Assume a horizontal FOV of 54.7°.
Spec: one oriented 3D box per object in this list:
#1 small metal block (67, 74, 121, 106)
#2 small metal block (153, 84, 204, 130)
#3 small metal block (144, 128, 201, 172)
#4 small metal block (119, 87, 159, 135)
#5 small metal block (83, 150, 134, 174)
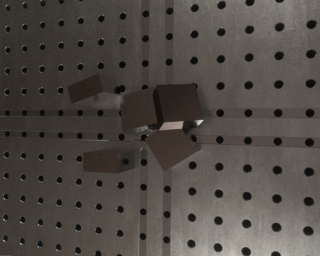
[{"bbox_3d":[-0.090,-0.051,0.430,0.050,0.050,0.025,-18,84,19],"label":"small metal block"},{"bbox_3d":[0.022,-0.026,0.385,0.050,0.025,0.050,-4,69,-17],"label":"small metal block"},{"bbox_3d":[0.017,0.022,0.406,0.050,0.025,0.050,-34,80,16],"label":"small metal block"},{"bbox_3d":[-0.024,-0.022,0.414,0.050,0.025,0.050,-14,72,19],"label":"small metal block"},{"bbox_3d":[-0.069,0.045,0.422,0.050,0.050,0.025,0,90,19],"label":"small metal block"}]
